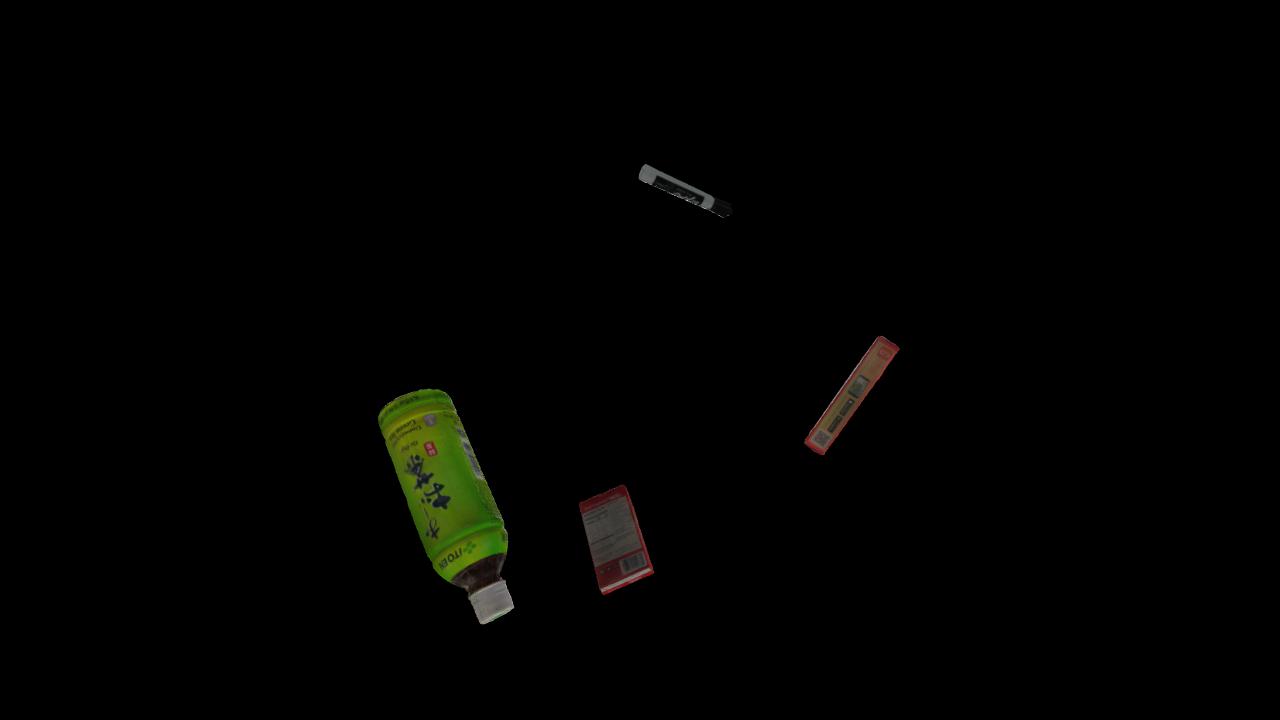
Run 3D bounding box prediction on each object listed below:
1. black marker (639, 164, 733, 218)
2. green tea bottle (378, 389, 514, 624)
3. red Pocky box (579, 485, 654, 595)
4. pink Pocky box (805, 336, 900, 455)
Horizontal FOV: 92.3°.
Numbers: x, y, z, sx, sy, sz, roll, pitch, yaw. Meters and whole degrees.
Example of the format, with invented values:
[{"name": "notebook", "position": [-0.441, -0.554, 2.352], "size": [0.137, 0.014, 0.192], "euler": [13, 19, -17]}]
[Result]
[{"name": "black marker", "position": [0.056, -0.195, 0.717], "size": [0.121, 0.020, 0.020], "euler": [19, -7, -20]}, {"name": "green tea bottle", "position": [-0.167, 0.128, 0.550], "size": [0.073, 0.212, 0.073], "euler": [-27, -22, -12]}, {"name": "red Pocky box", "position": [-0.038, 0.272, 0.944], "size": [0.083, 0.028, 0.155], "euler": [-24, 44, 2]}, {"name": "pink Pocky box", "position": [0.257, 0.042, 0.748], "size": [0.029, 0.155, 0.084], "euler": [35, 11, 16]}]
